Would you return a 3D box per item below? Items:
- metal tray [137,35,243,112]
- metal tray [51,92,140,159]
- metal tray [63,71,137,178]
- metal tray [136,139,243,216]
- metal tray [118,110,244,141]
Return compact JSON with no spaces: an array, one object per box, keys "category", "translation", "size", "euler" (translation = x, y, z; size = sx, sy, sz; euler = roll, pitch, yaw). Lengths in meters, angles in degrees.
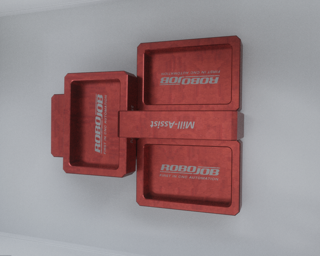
[{"category":"metal tray","translation":[0.036,-0.064,0.393],"size":[0.130,0.030,0.089],"euler":[1,90,19]},{"category":"metal tray","translation":[-0.090,-0.003,0.435],"size":[0.130,0.030,0.089],"euler":[0,90,19]},{"category":"metal tray","translation":[-0.078,-0.005,0.399],"size":[0.090,0.030,0.129],"euler":[1,90,19]},{"category":"metal tray","translation":[0.036,0.057,0.393],"size":[0.130,0.030,0.089],"euler":[1,90,19]},{"category":"metal tray","translation":[0.028,-0.004,0.363],"size":[0.130,0.090,0.030],"euler":[1,91,19]}]
